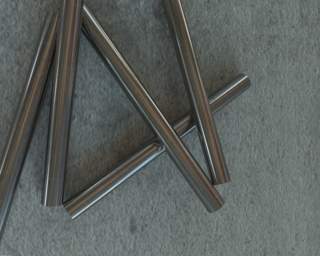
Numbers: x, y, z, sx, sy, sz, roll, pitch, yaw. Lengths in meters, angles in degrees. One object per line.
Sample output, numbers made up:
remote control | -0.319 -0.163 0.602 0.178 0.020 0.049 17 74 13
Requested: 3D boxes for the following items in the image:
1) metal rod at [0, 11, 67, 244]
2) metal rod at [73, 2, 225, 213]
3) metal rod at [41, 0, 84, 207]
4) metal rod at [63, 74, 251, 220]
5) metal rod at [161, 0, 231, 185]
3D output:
metal rod | -0.159 0.012 0.350 0.025 0.025 0.299 17 84 -20
metal rod | -0.014 -0.022 0.383 0.025 0.025 0.299 -36 94 -17
metal rod | -0.108 -0.060 0.353 0.025 0.025 0.298 6 94 -20
metal rod | 0.008 0.015 0.412 0.301 0.025 0.025 -36 102 -17
metal rod | 0.040 -0.074 0.405 0.025 0.025 0.298 -14 88 -20
